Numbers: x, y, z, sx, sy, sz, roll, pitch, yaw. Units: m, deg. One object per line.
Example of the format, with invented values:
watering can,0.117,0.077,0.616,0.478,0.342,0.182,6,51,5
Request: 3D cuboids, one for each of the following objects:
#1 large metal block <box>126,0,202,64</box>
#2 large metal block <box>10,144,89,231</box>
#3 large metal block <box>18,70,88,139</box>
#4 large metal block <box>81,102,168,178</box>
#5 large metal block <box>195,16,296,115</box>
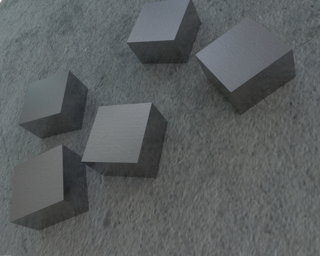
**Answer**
large metal block,0.008,-0.146,0.472,0.080,0.050,0.080,6,65,30
large metal block,-0.146,0.080,0.413,0.080,0.050,0.080,-24,53,13
large metal block,-0.168,-0.036,0.496,0.080,0.050,0.080,-13,56,20
large metal block,-0.043,0.017,0.399,0.080,0.050,0.080,-2,61,27
large metal block,0.104,-0.077,0.380,0.080,0.050,0.080,-36,51,4
